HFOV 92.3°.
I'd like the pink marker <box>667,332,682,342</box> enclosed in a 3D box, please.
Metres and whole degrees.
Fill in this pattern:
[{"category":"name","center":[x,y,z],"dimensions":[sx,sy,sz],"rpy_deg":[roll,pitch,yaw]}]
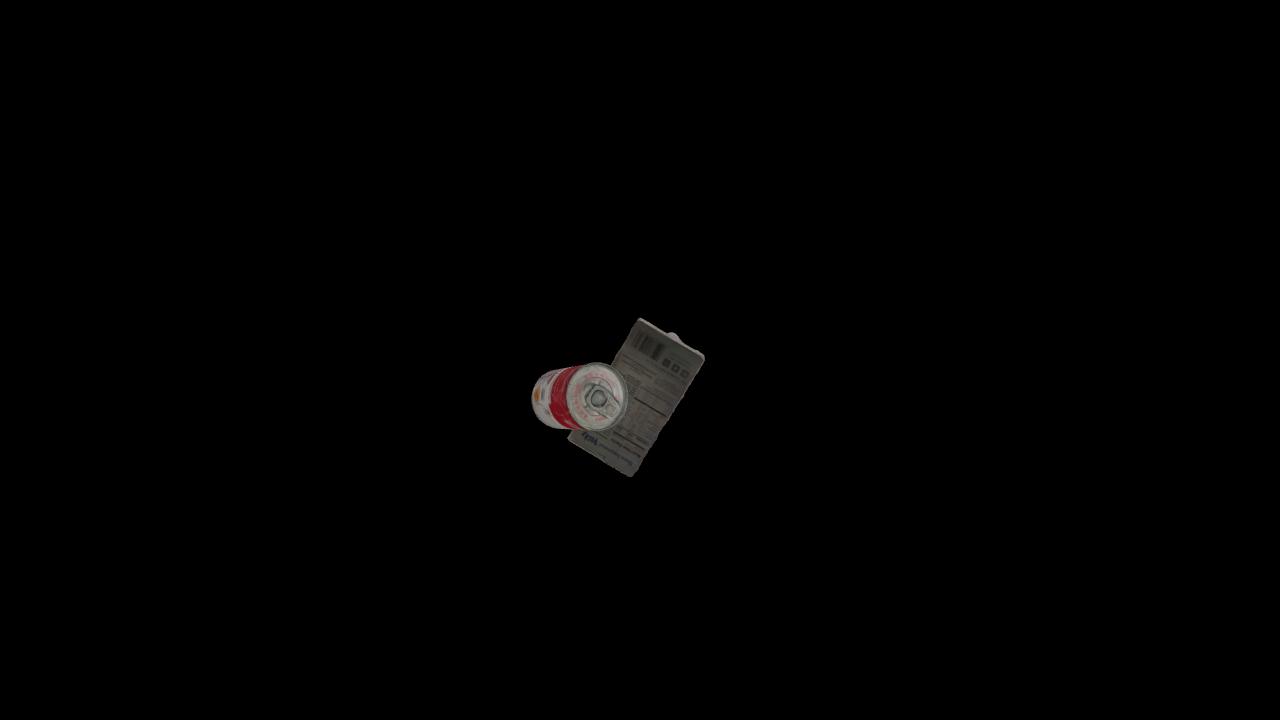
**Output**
[{"category":"pink marker","center":[0.049,-0.014,0.770],"dimensions":[0.020,0.020,0.121],"rpy_deg":[0,-9,13]}]

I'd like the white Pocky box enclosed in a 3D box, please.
[{"category":"white Pocky box","center":[-0.005,0.041,0.656],"dimensions":[0.084,0.154,0.028],"rpy_deg":[31,11,1]}]

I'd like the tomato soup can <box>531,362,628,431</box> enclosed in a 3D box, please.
[{"category":"tomato soup can","center":[-0.066,0.039,0.637],"dimensions":[0.068,0.068,0.101],"rpy_deg":[0,-4,-31]}]
